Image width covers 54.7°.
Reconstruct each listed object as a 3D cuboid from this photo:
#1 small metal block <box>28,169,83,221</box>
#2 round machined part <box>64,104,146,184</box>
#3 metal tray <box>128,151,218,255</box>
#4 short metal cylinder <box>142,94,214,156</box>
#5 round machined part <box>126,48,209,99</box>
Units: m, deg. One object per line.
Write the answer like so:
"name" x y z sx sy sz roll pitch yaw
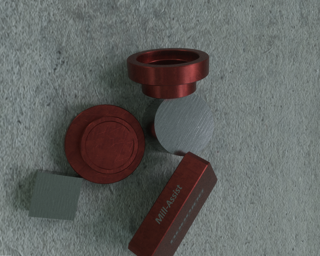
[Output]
"small metal block" -0.123 0.078 0.364 0.050 0.025 0.050 12 86 -20
"round machined part" -0.064 0.020 0.377 0.099 0.042 0.097 0 90 -21
"metal tray" 0.022 0.102 0.385 0.030 0.090 0.130 28 77 25
"short metal cylinder" 0.022 -0.005 0.405 0.081 0.050 0.079 0 90 -21
"round machined part" 0.010 -0.067 0.380 0.099 0.098 0.042 -13 118 -20
